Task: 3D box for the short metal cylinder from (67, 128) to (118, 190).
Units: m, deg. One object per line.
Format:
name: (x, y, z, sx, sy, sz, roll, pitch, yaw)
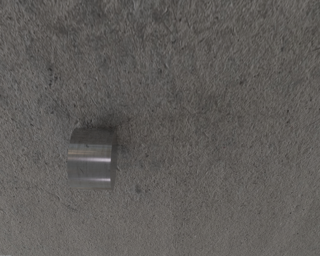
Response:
short metal cylinder: (-0.085, 0.040, 0.404, 0.050, 0.080, 0.080, 2, 130, -2)
